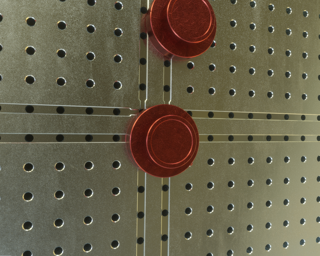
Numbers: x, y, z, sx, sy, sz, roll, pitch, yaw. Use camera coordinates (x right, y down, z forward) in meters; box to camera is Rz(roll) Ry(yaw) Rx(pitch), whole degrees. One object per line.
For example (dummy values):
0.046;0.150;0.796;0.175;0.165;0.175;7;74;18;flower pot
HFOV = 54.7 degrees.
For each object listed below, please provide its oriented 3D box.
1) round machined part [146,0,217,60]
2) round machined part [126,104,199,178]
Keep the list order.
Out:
0.034;-0.144;0.417;0.099;0.042;0.097;0;90;-21;round machined part
0.009;0.017;0.408;0.099;0.042;0.097;0;90;-21;round machined part
